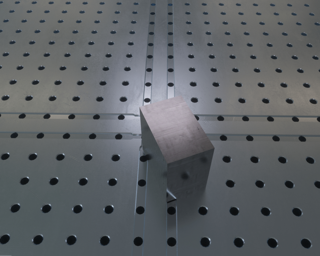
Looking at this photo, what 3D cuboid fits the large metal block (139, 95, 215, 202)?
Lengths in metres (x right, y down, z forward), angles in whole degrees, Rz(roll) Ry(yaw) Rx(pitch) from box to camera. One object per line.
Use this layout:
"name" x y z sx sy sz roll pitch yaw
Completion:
"large metal block" 0.016 0.024 0.352 0.050 0.080 0.080 -17 52 -14
